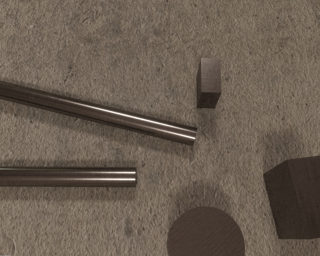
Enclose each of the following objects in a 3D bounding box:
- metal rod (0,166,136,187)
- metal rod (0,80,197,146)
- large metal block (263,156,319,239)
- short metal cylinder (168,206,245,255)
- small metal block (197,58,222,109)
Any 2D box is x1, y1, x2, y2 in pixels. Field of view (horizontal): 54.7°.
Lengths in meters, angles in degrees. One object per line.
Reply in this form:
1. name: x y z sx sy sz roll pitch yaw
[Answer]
1. metal rod: -0.181 0.060 0.383 0.302 0.025 0.025 0 70 -1
2. metal rod: -0.100 -0.024 0.415 0.302 0.025 0.025 14 71 4
3. large metal block: 0.163 0.081 0.351 0.050 0.080 0.080 -7 70 -3
4. short metal cylinder: 0.049 0.131 0.348 0.081 0.050 0.080 0 70 0
5. small metal block: 0.065 -0.059 0.417 0.025 0.050 0.050 2 70 0
